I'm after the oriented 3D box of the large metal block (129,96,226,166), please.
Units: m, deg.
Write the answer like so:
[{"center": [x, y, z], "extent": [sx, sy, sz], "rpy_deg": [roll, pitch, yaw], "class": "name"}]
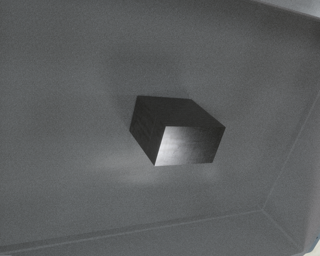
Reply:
[{"center": [0.018, 0.001, 0.380], "extent": [0.081, 0.080, 0.050], "rpy_deg": [1, 118, -29], "class": "large metal block"}]
